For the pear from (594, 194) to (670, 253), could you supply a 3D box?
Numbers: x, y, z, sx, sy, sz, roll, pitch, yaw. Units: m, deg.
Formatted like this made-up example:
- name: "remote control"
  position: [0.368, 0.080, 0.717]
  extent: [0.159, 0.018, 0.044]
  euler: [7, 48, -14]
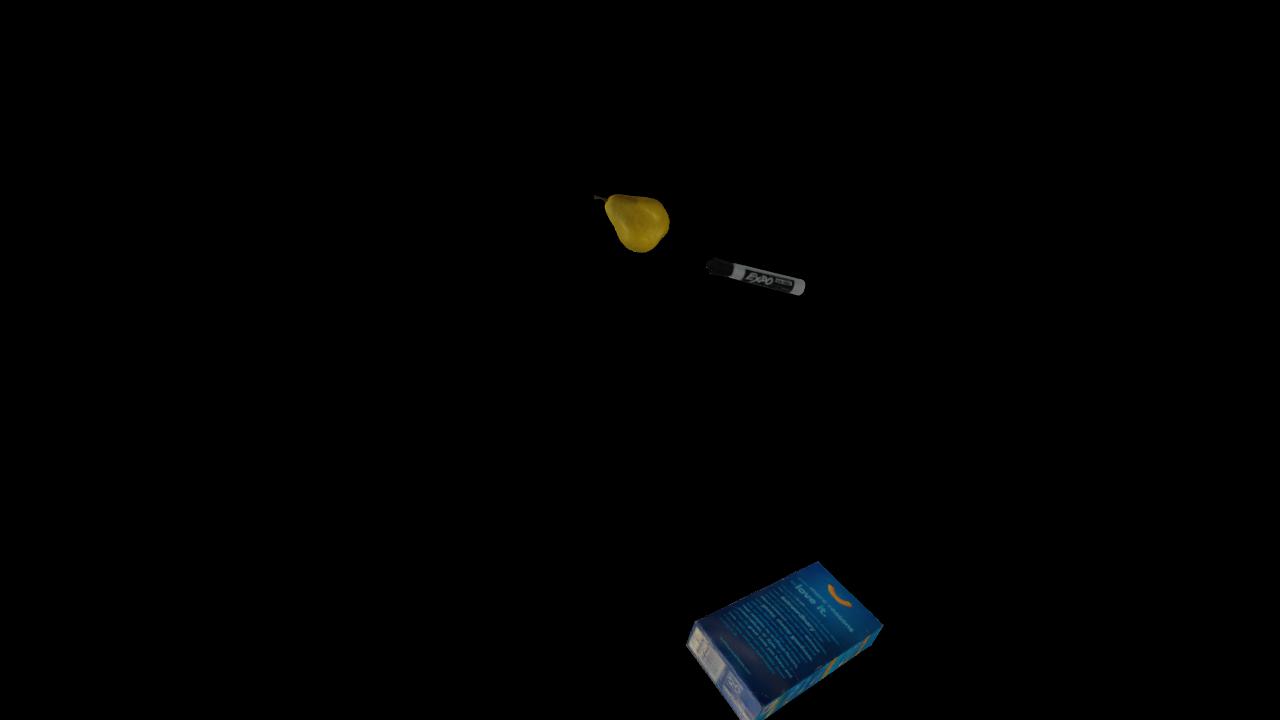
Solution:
- name: "pear"
  position: [-0.013, -0.209, 0.877]
  extent: [0.111, 0.080, 0.080]
  euler: [41, -14, -17]

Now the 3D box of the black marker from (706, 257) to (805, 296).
- name: "black marker"
  position: [0.129, -0.093, 0.683]
  extent: [0.121, 0.020, 0.020]
  euler: [10, -4, -20]

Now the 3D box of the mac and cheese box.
- name: "mac and cheese box"
  position: [0.142, 0.266, 0.594]
  extent: [0.184, 0.041, 0.093]
  euler: [-7, 34, -37]
